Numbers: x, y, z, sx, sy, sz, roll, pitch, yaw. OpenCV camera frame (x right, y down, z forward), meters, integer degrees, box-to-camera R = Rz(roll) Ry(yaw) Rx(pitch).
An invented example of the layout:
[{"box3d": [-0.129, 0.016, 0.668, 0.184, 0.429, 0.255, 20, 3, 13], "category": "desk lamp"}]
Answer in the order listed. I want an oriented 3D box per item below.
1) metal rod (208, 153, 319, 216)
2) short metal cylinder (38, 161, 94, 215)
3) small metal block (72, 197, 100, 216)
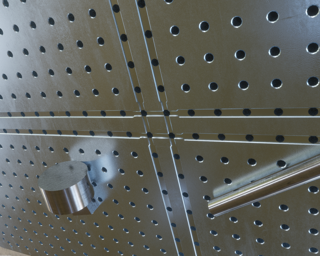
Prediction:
[{"box3d": [0.173, 0.045, 0.347, 0.025, 0.025, 0.299, 49, 129, -7], "category": "metal rod"}, {"box3d": [-0.155, 0.098, 0.518, 0.080, 0.080, 0.050, 6, 121, 25], "category": "short metal cylinder"}, {"box3d": [-0.148, 0.133, 0.572, 0.050, 0.025, 0.050, -14, 111, 34], "category": "small metal block"}]
